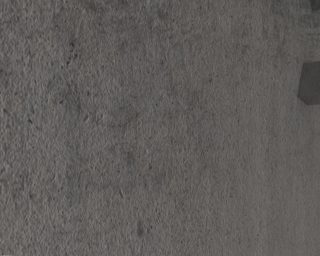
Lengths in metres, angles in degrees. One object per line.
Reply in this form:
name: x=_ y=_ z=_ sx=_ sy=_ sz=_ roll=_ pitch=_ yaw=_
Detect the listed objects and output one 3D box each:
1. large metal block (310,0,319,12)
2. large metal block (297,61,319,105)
large metal block: x=0.377 y=-0.324 z=0.703 sx=0.080 sy=0.050 sz=0.080 roll=-40 pitch=114 yaw=-33
large metal block: x=0.350 y=-0.097 z=0.662 sx=0.050 sy=0.080 sz=0.080 roll=23 pitch=76 yaw=-38
